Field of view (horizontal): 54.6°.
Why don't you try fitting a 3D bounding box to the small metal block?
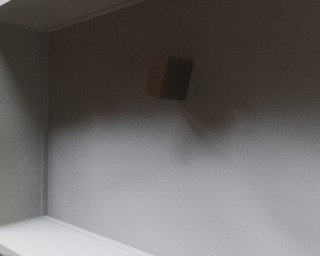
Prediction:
[{"bbox_3d":[0.012,-0.062,0.382,0.025,0.050,0.050,22,104,38],"label":"small metal block"}]
